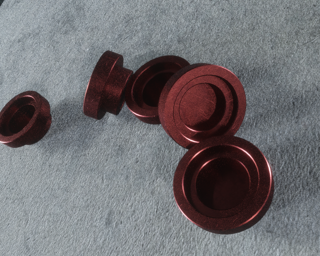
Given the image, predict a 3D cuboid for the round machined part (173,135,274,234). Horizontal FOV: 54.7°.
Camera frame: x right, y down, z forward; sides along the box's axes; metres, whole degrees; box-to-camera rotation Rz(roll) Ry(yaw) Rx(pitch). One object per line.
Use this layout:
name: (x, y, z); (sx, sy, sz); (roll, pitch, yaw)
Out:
round machined part: (0.067, 0.060, 0.321); (0.098, 0.042, 0.098); (-13, 56, 21)

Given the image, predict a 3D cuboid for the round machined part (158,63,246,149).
round machined part: (0.045, -0.026, 0.357); (0.098, 0.098, 0.042); (-43, 23, -1)

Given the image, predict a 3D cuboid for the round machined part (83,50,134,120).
round machined part: (-0.069, -0.056, 0.440); (0.042, 0.098, 0.098); (20, 69, -1)

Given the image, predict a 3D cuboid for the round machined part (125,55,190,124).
round machined part: (0.006, -0.047, 0.419); (0.098, 0.042, 0.098); (-13, 56, 21)

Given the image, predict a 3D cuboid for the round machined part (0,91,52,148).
round machined part: (-0.222, -0.010, 0.516); (0.098, 0.042, 0.098); (-13, 56, 21)
